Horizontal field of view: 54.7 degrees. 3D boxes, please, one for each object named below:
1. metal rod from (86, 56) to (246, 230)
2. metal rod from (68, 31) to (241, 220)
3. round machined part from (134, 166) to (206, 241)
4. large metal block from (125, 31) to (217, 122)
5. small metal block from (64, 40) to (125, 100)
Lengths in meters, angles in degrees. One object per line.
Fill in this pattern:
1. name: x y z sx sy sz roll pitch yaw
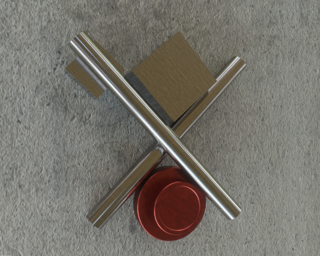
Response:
1. metal rod: 0.017 0.010 0.419 0.025 0.025 0.301 47 75 -15
2. metal rod: 0.003 0.007 0.385 0.025 0.025 0.300 -46 105 -14
3. round machined part: 0.018 0.101 0.409 0.099 0.042 0.097 0 90 -21
4. large metal block: 0.012 -0.064 0.403 0.080 0.050 0.080 -44 104 -15
5. small metal block: -0.081 -0.071 0.382 0.050 0.025 0.050 45 76 -15
